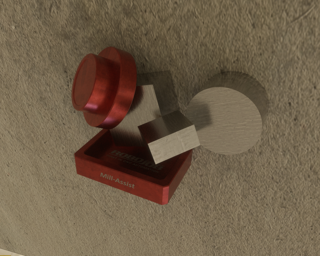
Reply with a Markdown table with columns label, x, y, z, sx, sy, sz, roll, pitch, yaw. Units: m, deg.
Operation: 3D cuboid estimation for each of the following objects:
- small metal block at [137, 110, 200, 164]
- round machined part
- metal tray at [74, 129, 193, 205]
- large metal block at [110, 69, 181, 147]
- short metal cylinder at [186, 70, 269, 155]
| label | x | y | z | sx | sy | sz | roll | pitch | yaw |
| --- | --- | --- | --- | --- | --- | --- | --- | --- | --- |
| small metal block | 0.008 | 0.008 | 0.334 | 0.050 | 0.050 | 0.025 | -23 | 115 | -7 |
| round machined part | -0.072 | -0.050 | 0.367 | 0.042 | 0.098 | 0.098 | 13 | 140 | -36 |
| metal tray | -0.033 | 0.042 | 0.409 | 0.130 | 0.090 | 0.030 | 16 | 125 | 19 |
| large metal block | -0.023 | -0.023 | 0.391 | 0.080 | 0.050 | 0.080 | -1 | 118 | 29 |
| short metal cylinder | 0.075 | -0.017 | 0.343 | 0.080 | 0.050 | 0.079 | 13 | 124 | 21 |
